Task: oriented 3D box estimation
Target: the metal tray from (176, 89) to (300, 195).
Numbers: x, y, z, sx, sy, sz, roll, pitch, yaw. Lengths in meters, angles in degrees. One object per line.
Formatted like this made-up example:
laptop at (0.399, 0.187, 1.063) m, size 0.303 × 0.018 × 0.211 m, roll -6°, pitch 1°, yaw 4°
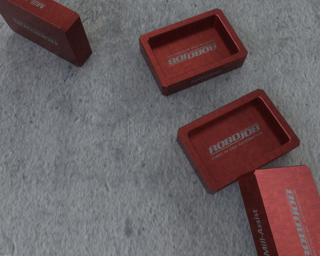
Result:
metal tray at (0.099, 0.016, 0.400) m, size 0.131 × 0.030 × 0.090 m, roll -27°, pitch 72°, yaw -10°

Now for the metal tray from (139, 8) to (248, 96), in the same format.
metal tray at (0.046, -0.111, 0.446) m, size 0.131 × 0.030 × 0.090 m, roll -22°, pitch 72°, yaw -9°

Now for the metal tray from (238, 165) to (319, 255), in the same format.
metal tray at (0.147, 0.110, 0.348) m, size 0.091 × 0.030 × 0.129 m, roll 0°, pitch 68°, yaw -27°

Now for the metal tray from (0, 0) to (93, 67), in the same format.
metal tray at (-0.162, -0.144, 0.424) m, size 0.130 × 0.090 × 0.030 m, roll 29°, pitch 73°, yaw 10°
